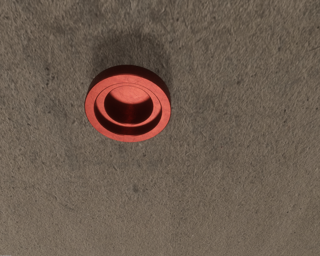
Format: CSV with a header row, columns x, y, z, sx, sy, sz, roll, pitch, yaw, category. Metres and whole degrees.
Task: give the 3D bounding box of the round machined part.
x,y,z,sx,sy,sz,roll,pitch,yaw,category
-0.036,-0.032,0.368,0.099,0.042,0.097,-1,130,0,round machined part
